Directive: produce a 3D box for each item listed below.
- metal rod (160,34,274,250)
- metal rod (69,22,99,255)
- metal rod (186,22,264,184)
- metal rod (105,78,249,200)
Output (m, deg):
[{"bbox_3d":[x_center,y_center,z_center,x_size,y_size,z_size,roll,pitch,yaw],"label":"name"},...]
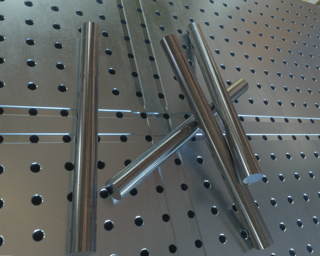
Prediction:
[{"bbox_3d":[0.071,0.012,0.410,0.025,0.025,0.299,-18,80,-35],"label":"metal rod"},{"bbox_3d":[-0.086,-0.011,0.368,0.025,0.025,0.299,9,58,-24],"label":"metal rod"},{"bbox_3d":[0.085,-0.058,0.458,0.025,0.025,0.300,7,50,-25],"label":"metal rod"},{"bbox_3d":[0.044,-0.002,0.431,0.025,0.025,0.302,49,51,6],"label":"metal rod"}]
